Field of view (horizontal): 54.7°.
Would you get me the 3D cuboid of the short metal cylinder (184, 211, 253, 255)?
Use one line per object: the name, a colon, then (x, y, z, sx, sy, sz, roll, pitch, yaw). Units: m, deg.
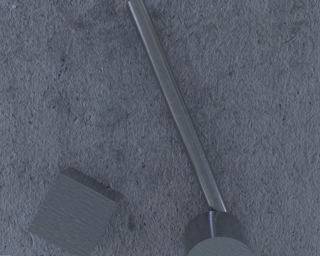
short metal cylinder: (0.071, 0.152, 0.387, 0.080, 0.050, 0.079, 1, 109, 2)

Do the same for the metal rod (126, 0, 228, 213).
metal rod: (0.023, -0.028, 0.410, 0.025, 0.025, 0.299, -22, 90, 0)

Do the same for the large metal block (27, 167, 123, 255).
large metal block: (-0.105, 0.107, 0.396, 0.080, 0.050, 0.080, 28, 90, -1)
